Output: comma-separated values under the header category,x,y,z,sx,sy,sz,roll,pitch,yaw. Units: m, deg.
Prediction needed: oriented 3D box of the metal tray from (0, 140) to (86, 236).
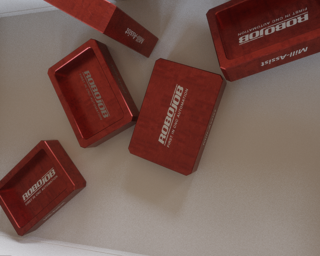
category,x,y,z,sx,sy,sz,roll,pitch,yaw
metal tray,-0.186,0.090,0.473,0.130,0.030,0.090,-41,77,15

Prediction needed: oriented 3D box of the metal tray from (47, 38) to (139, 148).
category,x,y,z,sx,sy,sz,roll,pitch,yaw
metal tray,-0.095,-0.048,0.441,0.090,0.030,0.130,-29,81,17

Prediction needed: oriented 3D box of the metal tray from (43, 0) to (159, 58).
category,x,y,z,sx,sy,sz,roll,pitch,yaw
metal tray,-0.066,-0.131,0.378,0.090,0.130,0.030,32,101,17

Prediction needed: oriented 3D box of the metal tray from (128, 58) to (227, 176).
category,x,y,z,sx,sy,sz,roll,pitch,yaw
metal tray,0.021,-0.015,0.400,0.090,0.030,0.129,20,97,18

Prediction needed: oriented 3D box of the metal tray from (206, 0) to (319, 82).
category,x,y,z,sx,sy,sz,roll,pitch,yaw
metal tray,0.125,-0.115,0.346,0.130,0.030,0.090,-17,63,18
